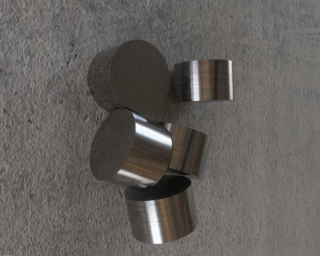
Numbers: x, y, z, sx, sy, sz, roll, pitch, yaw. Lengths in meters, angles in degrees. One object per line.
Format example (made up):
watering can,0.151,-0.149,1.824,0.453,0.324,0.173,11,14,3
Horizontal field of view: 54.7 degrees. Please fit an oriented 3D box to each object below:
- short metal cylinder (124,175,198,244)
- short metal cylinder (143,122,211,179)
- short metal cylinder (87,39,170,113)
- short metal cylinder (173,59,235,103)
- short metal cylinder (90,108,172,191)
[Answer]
short metal cylinder,0.002,0.094,0.370,0.081,0.080,0.050,-17,101,-39
short metal cylinder,0.019,0.030,0.385,0.080,0.080,0.050,25,75,-37
short metal cylinder,-0.035,-0.057,0.358,0.081,0.050,0.080,0,90,-40
short metal cylinder,0.059,-0.061,0.418,0.081,0.080,0.050,-4,93,-40
short metal cylinder,-0.033,0.024,0.341,0.050,0.080,0.080,26,74,-37
